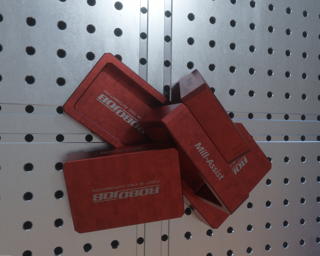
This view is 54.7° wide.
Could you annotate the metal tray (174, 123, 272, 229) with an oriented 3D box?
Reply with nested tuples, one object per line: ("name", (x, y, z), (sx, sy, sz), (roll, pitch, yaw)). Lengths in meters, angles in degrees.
("metal tray", (0.089, 0.065, 0.443), (0.130, 0.030, 0.090), (-43, 104, -15))

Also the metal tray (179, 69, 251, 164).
("metal tray", (0.062, -0.021, 0.381), (0.030, 0.130, 0.090), (-34, 103, 12))

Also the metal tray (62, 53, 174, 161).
("metal tray", (-0.044, -0.020, 0.394), (0.130, 0.030, 0.090), (38, 78, -17))

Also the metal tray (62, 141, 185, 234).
("metal tray", (-0.040, 0.069, 0.370), (0.131, 0.030, 0.089), (-7, 104, -6))

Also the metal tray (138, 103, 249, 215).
("metal tray", (0.035, 0.034, 0.360), (0.030, 0.090, 0.130), (-40, 103, -16))
